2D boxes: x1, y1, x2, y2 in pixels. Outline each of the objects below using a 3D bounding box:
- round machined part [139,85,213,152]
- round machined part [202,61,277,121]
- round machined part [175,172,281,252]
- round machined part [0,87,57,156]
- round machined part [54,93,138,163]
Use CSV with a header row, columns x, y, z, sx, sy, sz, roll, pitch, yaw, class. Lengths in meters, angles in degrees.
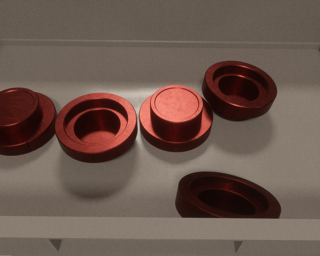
x,y,z,sx,sy,sz,roll,pitch,yaw,class
0.021,-0.019,0.411,0.099,0.042,0.098,0,50,0,round machined part
0.107,-0.048,0.431,0.099,0.042,0.098,4,48,-4,round machined part
0.063,0.083,0.306,0.099,0.042,0.098,9,16,-2,round machined part
-0.187,-0.015,0.404,0.099,0.042,0.098,0,50,0,round machined part
-0.077,0.004,0.390,0.099,0.042,0.098,0,50,0,round machined part
